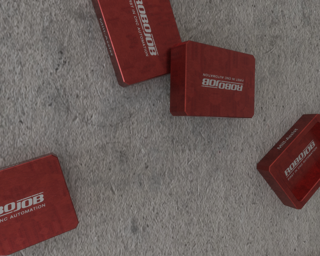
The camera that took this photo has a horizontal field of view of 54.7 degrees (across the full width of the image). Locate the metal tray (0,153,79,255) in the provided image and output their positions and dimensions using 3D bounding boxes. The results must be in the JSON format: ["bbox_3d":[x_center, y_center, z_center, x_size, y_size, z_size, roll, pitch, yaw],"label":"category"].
[{"bbox_3d":[-0.168,0.090,0.344,0.131,0.030,0.089,-18,96,-19],"label":"metal tray"}]

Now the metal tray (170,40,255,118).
[{"bbox_3d":[0.074,-0.059,0.414,0.131,0.030,0.089,0,91,-37],"label":"metal tray"}]

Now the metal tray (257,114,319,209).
[{"bbox_3d":[0.225,0.051,0.489,0.130,0.030,0.090,-43,104,-15],"label":"metal tray"}]

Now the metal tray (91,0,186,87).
[{"bbox_3d":[-0.026,-0.126,0.396,0.091,0.030,0.129,-19,97,-19],"label":"metal tray"}]
